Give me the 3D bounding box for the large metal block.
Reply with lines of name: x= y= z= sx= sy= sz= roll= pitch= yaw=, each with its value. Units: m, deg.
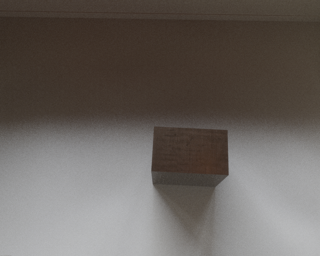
large metal block: x=0.032 y=0.037 z=0.367 sx=0.081 sy=0.080 sz=0.050 roll=3 pitch=70 yaw=1
